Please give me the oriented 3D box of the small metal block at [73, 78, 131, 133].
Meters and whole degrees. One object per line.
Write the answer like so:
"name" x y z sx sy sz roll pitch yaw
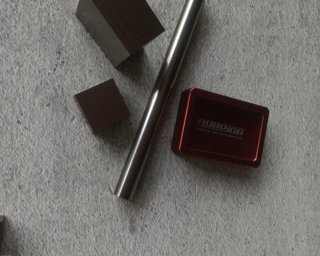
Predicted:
"small metal block" -0.072 -0.027 0.383 0.050 0.025 0.050 -28 100 -18

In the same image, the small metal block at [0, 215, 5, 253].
"small metal block" -0.200 0.122 0.335 0.050 0.025 0.050 8 88 -20

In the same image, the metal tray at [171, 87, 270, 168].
"metal tray" 0.087 0.002 0.440 0.131 0.030 0.090 12 86 -20

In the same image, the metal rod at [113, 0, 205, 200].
"metal rod" 0.004 -0.052 0.411 0.025 0.025 0.299 23 82 -19

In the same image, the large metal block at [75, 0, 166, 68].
"large metal block" -0.049 -0.124 0.362 0.050 0.080 0.080 -39 103 -16
